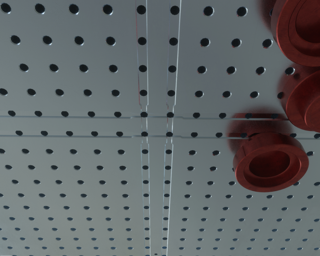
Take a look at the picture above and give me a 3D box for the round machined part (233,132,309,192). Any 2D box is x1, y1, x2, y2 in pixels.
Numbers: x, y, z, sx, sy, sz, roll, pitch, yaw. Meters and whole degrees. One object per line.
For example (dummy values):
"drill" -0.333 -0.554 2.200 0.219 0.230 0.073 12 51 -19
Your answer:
"round machined part" 0.152 0.044 0.439 0.099 0.042 0.097 0 130 0

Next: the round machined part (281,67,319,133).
"round machined part" 0.203 -0.032 0.375 0.099 0.042 0.097 0 130 0

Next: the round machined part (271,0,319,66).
"round machined part" 0.159 -0.114 0.305 0.099 0.042 0.097 0 130 0
